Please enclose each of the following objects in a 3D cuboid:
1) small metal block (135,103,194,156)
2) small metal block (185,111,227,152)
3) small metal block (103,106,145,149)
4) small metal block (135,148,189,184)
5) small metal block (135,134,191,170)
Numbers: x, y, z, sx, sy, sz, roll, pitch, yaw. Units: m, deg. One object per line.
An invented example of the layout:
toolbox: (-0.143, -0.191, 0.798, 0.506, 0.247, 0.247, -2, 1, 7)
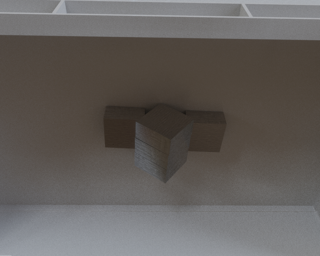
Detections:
small metal block: (0.006, 0.000, 0.377, 0.050, 0.050, 0.025, 27, 134, 25)
small metal block: (0.057, 0.005, 0.413, 0.050, 0.025, 0.050, 2, 130, -3)
small metal block: (-0.046, 0.000, 0.407, 0.050, 0.025, 0.050, 3, 130, -3)
small metal block: (0.002, 0.038, 0.410, 0.050, 0.050, 0.025, 27, 135, 25)
small metal block: (0.004, 0.019, 0.394, 0.050, 0.050, 0.025, 27, 135, 25)
